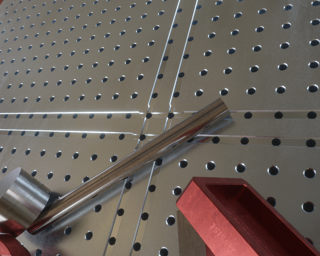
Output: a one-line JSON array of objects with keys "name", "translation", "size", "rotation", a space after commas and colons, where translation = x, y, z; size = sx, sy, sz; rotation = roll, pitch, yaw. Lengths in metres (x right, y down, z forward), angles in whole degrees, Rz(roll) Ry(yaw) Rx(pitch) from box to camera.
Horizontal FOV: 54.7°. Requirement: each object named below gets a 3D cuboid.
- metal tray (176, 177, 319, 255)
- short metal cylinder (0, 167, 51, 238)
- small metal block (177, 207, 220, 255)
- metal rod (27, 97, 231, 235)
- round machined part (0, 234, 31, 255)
[{"name": "metal tray", "translation": [0.084, 0.096, 0.260], "size": [0.130, 0.091, 0.030], "rotation": [47, 115, 39]}, {"name": "short metal cylinder", "translation": [-0.194, 0.099, 0.411], "size": [0.080, 0.050, 0.080], "rotation": [-34, 25, 19]}, {"name": "small metal block", "translation": [0.039, 0.110, 0.303], "size": [0.025, 0.050, 0.050], "rotation": [-15, 56, 20]}, {"name": "metal rod", "translation": [-0.046, 0.052, 0.398], "size": [0.300, 0.025, 0.025], "rotation": [-32, 52, 6]}, {"name": "round machined part", "translation": [-0.193, 0.179, 0.375], "size": [0.098, 0.042, 0.098], "rotation": [-5, 77, 23]}]
